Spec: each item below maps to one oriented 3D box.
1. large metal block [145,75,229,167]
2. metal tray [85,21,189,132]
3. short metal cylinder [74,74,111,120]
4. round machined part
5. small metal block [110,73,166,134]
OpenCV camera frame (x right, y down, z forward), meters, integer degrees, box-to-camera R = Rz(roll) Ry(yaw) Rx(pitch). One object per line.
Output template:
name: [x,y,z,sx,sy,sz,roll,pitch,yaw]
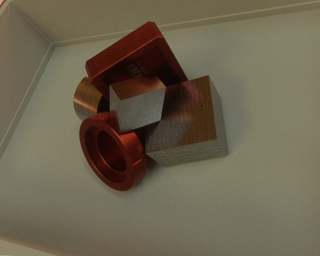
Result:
large metal block: [0.030,-0.006,0.365,0.080,0.050,0.080,-13,61,20]
metal tray: [-0.015,-0.053,0.375,0.090,0.130,0.030,-31,53,8]
short metal cylinder: [-0.069,-0.035,0.424,0.050,0.080,0.080,25,75,36]
round machined part: [-0.051,0.025,0.379,0.098,0.097,0.042,22,38,36]
small metal block: [-0.025,-0.026,0.328,0.050,0.050,0.025,-20,55,-24]
